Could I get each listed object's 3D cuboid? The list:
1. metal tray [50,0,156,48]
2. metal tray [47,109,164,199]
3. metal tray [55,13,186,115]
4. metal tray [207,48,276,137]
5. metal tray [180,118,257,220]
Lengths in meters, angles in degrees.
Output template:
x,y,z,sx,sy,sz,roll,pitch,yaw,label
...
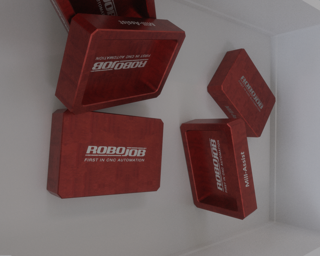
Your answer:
x,y,z,sx,sy,sz,roll,pitch,yaw,label
-0.052,-0.125,0.287,0.090,0.130,0.030,-36,71,-9,metal tray
-0.057,0.029,0.356,0.131,0.030,0.089,5,87,-40,metal tray
-0.037,-0.068,0.326,0.131,0.030,0.089,-18,142,-47,metal tray
0.141,-0.056,0.521,0.130,0.030,0.090,45,63,-31,metal tray
0.080,0.053,0.430,0.030,0.090,0.129,-18,102,-39,metal tray
